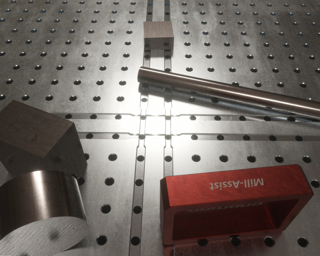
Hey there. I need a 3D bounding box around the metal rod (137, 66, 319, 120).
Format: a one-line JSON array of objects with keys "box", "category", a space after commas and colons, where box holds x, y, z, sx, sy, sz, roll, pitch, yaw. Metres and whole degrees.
[{"box": [0.114, -0.049, 0.449, 0.301, 0.025, 0.025, 13, 51, 10], "category": "metal rod"}]

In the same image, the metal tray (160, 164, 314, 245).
[{"box": [0.066, 0.077, 0.301, 0.131, 0.089, 0.030, -5, 51, -5], "category": "metal tray"}]

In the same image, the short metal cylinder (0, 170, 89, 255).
[{"box": [-0.115, 0.085, 0.299, 0.081, 0.080, 0.050, -17, 52, -14], "category": "short metal cylinder"}]

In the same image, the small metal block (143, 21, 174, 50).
[{"box": [-0.003, -0.163, 0.545, 0.050, 0.025, 0.050, -2, 50, -3], "category": "small metal block"}]

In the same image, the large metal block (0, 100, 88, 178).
[{"box": [-0.137, 0.024, 0.350, 0.080, 0.080, 0.050, 19, 53, 15], "category": "large metal block"}]
